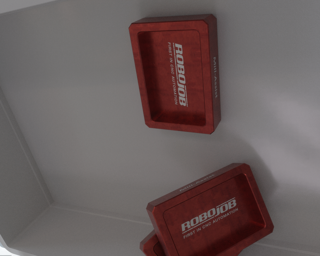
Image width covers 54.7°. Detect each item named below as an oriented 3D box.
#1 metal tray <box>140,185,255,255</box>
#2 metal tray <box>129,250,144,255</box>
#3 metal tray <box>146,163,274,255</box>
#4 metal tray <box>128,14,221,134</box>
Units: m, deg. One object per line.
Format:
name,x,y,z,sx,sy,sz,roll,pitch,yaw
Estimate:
metal tray,0.051,0.139,0.395,0.090,0.131,0.030,49,161,3
metal tray,-0.017,0.301,0.602,0.130,0.030,0.090,44,129,-3
metal tray,0.061,0.106,0.366,0.090,0.131,0.030,68,163,0
metal tray,0.020,-0.059,0.357,0.090,0.030,0.129,6,121,25
